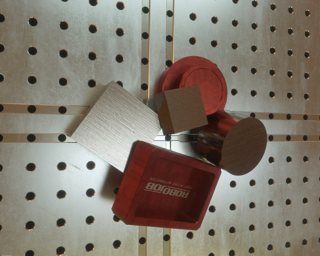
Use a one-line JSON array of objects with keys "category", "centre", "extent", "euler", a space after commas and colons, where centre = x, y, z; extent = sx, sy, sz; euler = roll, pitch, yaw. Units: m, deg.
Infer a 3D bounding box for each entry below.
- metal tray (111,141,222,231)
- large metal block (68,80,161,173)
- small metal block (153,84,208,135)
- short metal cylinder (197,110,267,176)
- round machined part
[{"category": "metal tray", "centre": [0.014, 0.076, 0.385], "extent": [0.131, 0.030, 0.090], "euler": [21, 90, -41]}, {"category": "large metal block", "centre": [-0.053, 0.001, 0.380], "extent": [0.080, 0.050, 0.080], "euler": [37, 78, -16]}, {"category": "small metal block", "centre": [0.025, -0.022, 0.373], "extent": [0.050, 0.025, 0.050], "euler": [-15, 92, -31]}, {"category": "short metal cylinder", "centre": [0.099, 0.019, 0.424], "extent": [0.081, 0.050, 0.079], "euler": [-9, 109, -29]}, {"category": "round machined part", "centre": [0.050, -0.050, 0.422], "extent": [0.099, 0.042, 0.097], "euler": [0, 90, -20]}]
